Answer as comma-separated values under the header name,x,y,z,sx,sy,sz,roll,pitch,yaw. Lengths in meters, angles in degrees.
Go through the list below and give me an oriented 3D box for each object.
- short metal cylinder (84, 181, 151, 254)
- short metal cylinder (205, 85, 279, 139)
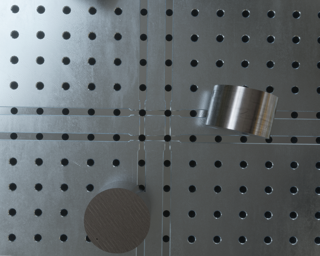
name,x,y,z,sx,sy,sz,roll,pitch,yaw
short metal cylinder,-0.052,0.112,0.400,0.081,0.050,0.079,0,90,-1
short metal cylinder,0.101,-0.020,0.387,0.080,0.080,0.050,13,90,-1
